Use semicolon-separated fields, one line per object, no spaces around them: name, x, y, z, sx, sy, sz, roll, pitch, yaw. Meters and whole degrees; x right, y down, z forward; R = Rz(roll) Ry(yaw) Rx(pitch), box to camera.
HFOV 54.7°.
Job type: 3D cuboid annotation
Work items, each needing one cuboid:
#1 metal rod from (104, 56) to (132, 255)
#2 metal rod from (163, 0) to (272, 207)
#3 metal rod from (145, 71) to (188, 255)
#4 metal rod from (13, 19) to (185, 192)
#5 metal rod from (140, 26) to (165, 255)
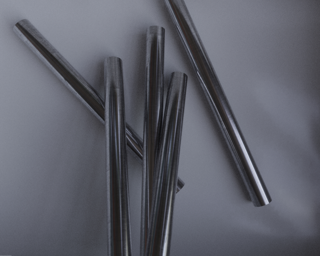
metal rod;-0.049;0.048;0.351;0.025;0.025;0.299;-6;66;0
metal rod;0.076;-0.038;0.411;0.025;0.025;0.299;-24;90;0
metal rod;0.006;0.065;0.348;0.025;0.025;0.299;8;64;0
metal rod;-0.080;-0.026;0.410;0.025;0.025;0.300;-44;90;0
metal rod;-0.009;0.017;0.389;0.025;0.025;0.298;1;81;0
